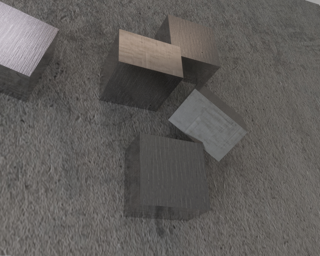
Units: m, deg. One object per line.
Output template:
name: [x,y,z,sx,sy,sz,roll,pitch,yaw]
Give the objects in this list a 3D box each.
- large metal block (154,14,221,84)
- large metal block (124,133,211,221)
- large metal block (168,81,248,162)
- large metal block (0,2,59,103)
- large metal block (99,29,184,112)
large metal block: [0.041,-0.120,0.482,0.081,0.050,0.080,9,58,-23]
large metal block: [0.006,0.058,0.355,0.081,0.050,0.080,11,57,-22]
large metal block: [0.063,-0.012,0.406,0.080,0.050,0.080,40,18,-2]
large metal block: [-0.172,-0.088,0.349,0.080,0.050,0.080,23,53,-14]
large metal block: [-0.026,-0.069,0.396,0.081,0.080,0.050,10,58,-23]
